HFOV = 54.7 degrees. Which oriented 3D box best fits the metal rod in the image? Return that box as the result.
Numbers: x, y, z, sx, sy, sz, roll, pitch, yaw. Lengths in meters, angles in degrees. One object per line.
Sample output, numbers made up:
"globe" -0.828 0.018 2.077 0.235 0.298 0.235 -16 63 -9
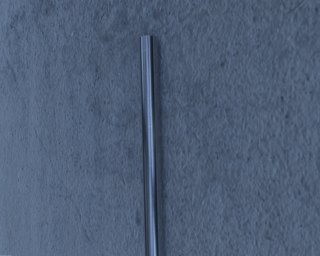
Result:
"metal rod" -0.011 0.029 0.411 0.025 0.025 0.298 -3 88 39
